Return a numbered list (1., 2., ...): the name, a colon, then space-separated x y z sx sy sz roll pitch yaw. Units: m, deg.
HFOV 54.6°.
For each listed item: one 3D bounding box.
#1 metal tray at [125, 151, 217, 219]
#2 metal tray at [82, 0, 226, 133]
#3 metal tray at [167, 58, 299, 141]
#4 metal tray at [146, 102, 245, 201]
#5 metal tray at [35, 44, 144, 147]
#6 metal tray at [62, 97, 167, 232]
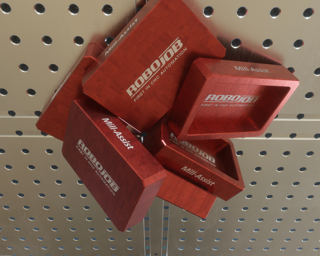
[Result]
1. metal tray: 0.002 0.066 0.405 0.090 0.130 0.030 31 85 -24
2. metal tray: -0.007 -0.066 0.327 0.130 0.030 0.090 -44 122 14
3. metal tray: 0.083 -0.029 0.352 0.131 0.030 0.089 -2 135 -29
4. metal tray: 0.044 0.026 0.390 0.130 0.090 0.030 31 123 -24
5. metal tray: -0.082 -0.028 0.384 0.090 0.030 0.129 31 124 -25
6. metal tray: -0.058 0.037 0.343 0.030 0.130 0.089 -20 145 -42
